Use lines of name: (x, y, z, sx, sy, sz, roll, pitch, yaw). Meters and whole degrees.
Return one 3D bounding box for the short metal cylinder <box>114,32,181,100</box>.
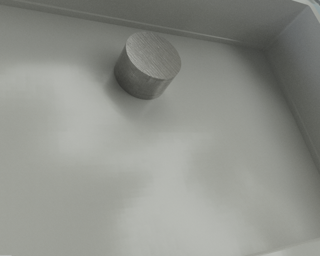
short metal cylinder: (-0.018, -0.086, 0.432, 0.081, 0.050, 0.080, 13, 56, -21)
